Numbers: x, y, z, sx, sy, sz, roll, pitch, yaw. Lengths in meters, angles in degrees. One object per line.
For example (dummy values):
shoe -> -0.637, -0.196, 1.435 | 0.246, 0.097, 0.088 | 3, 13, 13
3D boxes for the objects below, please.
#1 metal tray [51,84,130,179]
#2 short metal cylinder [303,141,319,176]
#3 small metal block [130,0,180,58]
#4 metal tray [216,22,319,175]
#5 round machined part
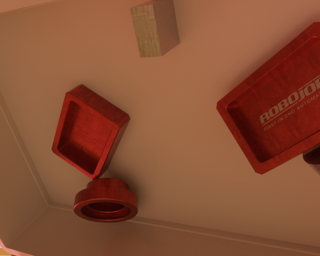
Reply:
metal tray -> -0.108, 0.011, 0.466 | 0.090, 0.030, 0.129 | 33, 129, 5
short metal cylinder -> 0.185, 0.022, 0.289 | 0.050, 0.080, 0.080 | 44, 129, -3
small metal block -> -0.003, -0.107, 0.327 | 0.025, 0.050, 0.050 | 3, 120, 27
metal tray -> 0.127, -0.023, 0.299 | 0.129, 0.030, 0.090 | -42, 68, 39
round machined part -> -0.084, 0.113, 0.491 | 0.099, 0.042, 0.097 | -1, 144, -1
